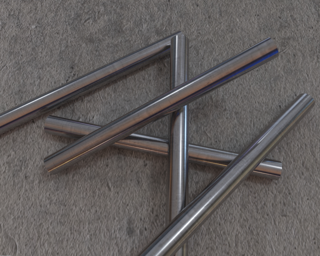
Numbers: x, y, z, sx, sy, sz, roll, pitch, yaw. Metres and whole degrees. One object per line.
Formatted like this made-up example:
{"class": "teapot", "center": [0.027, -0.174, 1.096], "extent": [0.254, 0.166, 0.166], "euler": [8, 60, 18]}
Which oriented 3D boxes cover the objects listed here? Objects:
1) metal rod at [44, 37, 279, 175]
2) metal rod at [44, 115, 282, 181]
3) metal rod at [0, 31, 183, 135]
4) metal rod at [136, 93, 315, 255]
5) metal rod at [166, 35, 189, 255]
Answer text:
{"class": "metal rod", "center": [-0.004, -0.022, 0.369], "extent": [0.301, 0.025, 0.025], "euler": [-28, 72, 7]}
{"class": "metal rod", "center": [0.001, 0.024, 0.399], "extent": [0.302, 0.025, 0.025], "euler": [11, 71, 4]}
{"class": "metal rod", "center": [-0.099, -0.063, 0.430], "extent": [0.302, 0.025, 0.025], "euler": [-27, 73, -10]}
{"class": "metal rod", "center": [0.092, 0.047, 0.358], "extent": [0.302, 0.025, 0.025], "euler": [-38, 74, -26]}
{"class": "metal rod", "center": [0.022, 0.020, 0.373], "extent": [0.025, 0.025, 0.299], "euler": [2, 70, 1]}
